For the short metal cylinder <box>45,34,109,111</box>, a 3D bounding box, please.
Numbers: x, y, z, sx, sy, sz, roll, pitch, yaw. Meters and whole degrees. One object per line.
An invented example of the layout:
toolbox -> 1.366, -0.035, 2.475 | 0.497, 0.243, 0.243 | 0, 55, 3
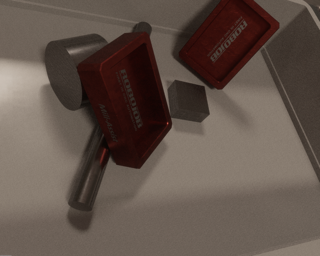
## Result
short metal cylinder -> -0.091, -0.066, 0.362 | 0.050, 0.080, 0.080 | -25, 76, -37

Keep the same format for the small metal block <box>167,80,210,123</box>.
small metal block -> 0.041, -0.039, 0.453 | 0.050, 0.025, 0.050 | 9, 58, -24

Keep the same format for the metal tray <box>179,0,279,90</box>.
metal tray -> 0.104, -0.136, 0.479 | 0.090, 0.129, 0.030 | 40, 22, -3

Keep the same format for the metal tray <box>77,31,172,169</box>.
metal tray -> -0.031, -0.030, 0.349 | 0.090, 0.030, 0.129 | -51, 136, -42

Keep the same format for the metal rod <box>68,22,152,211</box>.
metal rod -> -0.053, -0.039, 0.401 | 0.025, 0.025, 0.300 | 24, 53, -14
